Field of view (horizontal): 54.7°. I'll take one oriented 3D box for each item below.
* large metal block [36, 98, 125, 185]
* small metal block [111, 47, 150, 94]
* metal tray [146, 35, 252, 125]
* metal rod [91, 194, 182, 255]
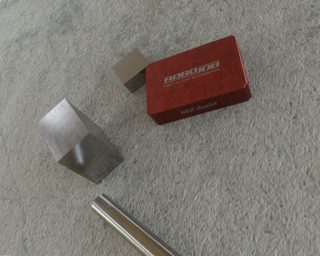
[{"bbox_3d":[-0.104,0.019,0.410,0.050,0.080,0.080,-43,51,-2],"label":"large metal block"},{"bbox_3d":[-0.040,-0.089,0.478,0.050,0.025,0.050,-38,51,2],"label":"small metal block"},{"bbox_3d":[0.047,-0.063,0.414,0.130,0.030,0.090,-15,55,19],"label":"metal tray"},{"bbox_3d":[0.033,0.148,0.294,0.300,0.025,0.025,27,77,36],"label":"metal rod"}]
